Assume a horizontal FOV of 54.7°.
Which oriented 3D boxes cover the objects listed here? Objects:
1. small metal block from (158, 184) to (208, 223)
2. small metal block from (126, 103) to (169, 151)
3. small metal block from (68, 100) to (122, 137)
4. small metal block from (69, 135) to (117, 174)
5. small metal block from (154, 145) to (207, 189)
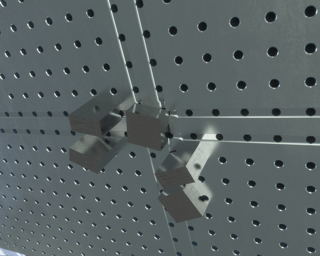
[{"bbox_3d":[0.034,0.110,0.460,0.050,0.025,0.050,-28,103,37],"label":"small metal block"},{"bbox_3d":[-0.017,-0.002,0.418,0.050,0.025,0.050,14,124,20],"label":"small metal block"},{"bbox_3d":[-0.090,-0.014,0.432,0.050,0.050,0.025,10,123,22],"label":"small metal block"},{"bbox_3d":[-0.100,0.036,0.468,0.050,0.050,0.025,23,127,14],"label":"small metal block"},{"bbox_3d":[0.028,0.051,0.411,0.050,0.050,0.025,-20,108,35],"label":"small metal block"}]
